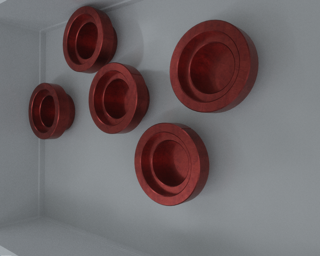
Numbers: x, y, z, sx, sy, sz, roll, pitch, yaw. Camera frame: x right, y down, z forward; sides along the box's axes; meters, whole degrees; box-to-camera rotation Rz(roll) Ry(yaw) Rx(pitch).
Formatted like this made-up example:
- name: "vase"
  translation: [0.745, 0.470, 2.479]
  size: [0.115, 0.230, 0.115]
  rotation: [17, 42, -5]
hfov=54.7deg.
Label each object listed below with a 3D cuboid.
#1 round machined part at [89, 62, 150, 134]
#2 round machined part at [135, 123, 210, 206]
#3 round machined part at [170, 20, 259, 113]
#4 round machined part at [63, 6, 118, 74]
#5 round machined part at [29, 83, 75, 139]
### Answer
- name: "round machined part"
  translation: [-0.053, -0.041, 0.437]
  size: [0.098, 0.042, 0.097]
  rotation: [0, 90, 39]
- name: "round machined part"
  translation: [0.018, 0.042, 0.379]
  size: [0.098, 0.042, 0.097]
  rotation: [0, 90, 39]
- name: "round machined part"
  translation: [0.062, -0.065, 0.343]
  size: [0.098, 0.042, 0.097]
  rotation: [0, 90, 39]
- name: "round machined part"
  translation: [-0.104, -0.133, 0.479]
  size: [0.098, 0.042, 0.097]
  rotation: [0, 90, 39]
- name: "round machined part"
  translation: [-0.188, -0.029, 0.547]
  size: [0.098, 0.042, 0.097]
  rotation: [0, 90, 39]
